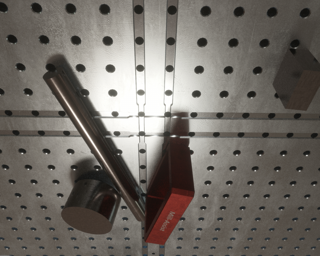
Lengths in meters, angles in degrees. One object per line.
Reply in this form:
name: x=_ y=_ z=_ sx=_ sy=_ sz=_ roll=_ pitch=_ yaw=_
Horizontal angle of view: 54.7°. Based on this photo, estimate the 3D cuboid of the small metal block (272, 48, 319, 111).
small metal block: x=0.156 y=-0.055 z=0.351 sx=0.025 sy=0.050 sz=0.050 roll=5 pitch=130 yaw=-5

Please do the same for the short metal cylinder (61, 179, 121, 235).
short metal cylinder: x=-0.107 y=0.126 z=0.491 sx=0.080 sy=0.050 sz=0.079 roll=7 pitch=135 yaw=8

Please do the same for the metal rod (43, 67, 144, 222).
metal rod: x=-0.077 y=0.045 z=0.448 sx=0.025 sy=0.025 sz=0.299 roll=-14 pitch=129 yaw=11

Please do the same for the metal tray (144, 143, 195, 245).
metal tray: x=0.010 y=0.097 z=0.451 sx=0.030 sy=0.090 sz=0.129 roll=13 pitch=129 yaw=-11
